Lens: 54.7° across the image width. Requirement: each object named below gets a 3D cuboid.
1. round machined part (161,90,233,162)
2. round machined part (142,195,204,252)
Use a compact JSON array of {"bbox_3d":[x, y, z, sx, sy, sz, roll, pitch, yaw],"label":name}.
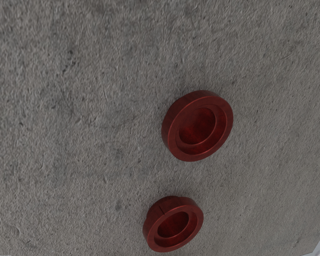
[{"bbox_3d":[0.046,-0.006,0.417,0.099,0.042,0.097,-14,124,-21],"label":"round machined part"},{"bbox_3d":[0.017,0.148,0.497,0.099,0.042,0.097,-14,124,-21],"label":"round machined part"}]
